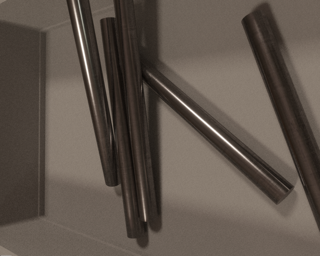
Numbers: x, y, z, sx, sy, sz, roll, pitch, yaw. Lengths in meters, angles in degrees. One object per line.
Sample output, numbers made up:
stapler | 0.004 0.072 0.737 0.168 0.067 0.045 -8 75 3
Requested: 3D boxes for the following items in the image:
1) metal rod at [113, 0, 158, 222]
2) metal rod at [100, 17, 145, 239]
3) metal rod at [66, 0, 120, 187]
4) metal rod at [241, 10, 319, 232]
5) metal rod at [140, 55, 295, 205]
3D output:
metal rod | -0.031 -0.026 0.404 0.025 0.025 0.298 -2 96 39
metal rod | -0.051 0.001 0.426 0.025 0.025 0.298 -5 93 39
metal rod | -0.083 -0.052 0.396 0.025 0.025 0.298 18 125 38
metal rod | 0.137 0.024 0.292 0.025 0.025 0.299 -25 74 37
metal rod | 0.031 -0.025 0.379 0.300 0.025 0.025 45 117 30
